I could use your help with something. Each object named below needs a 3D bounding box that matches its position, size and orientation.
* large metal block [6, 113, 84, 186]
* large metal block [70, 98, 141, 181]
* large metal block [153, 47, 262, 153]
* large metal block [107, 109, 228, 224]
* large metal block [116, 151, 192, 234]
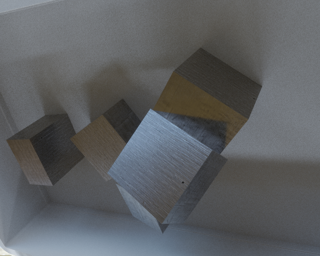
[{"bbox_3d":[-0.173,0.032,0.482,0.050,0.080,0.080,-3,117,29],"label":"large metal block"},{"bbox_3d":[-0.064,0.018,0.436,0.080,0.050,0.080,-31,102,37],"label":"large metal block"},{"bbox_3d":[0.052,-0.032,0.325,0.080,0.080,0.050,34,128,5],"label":"large metal block"},{"bbox_3d":[0.008,0.039,0.317,0.080,0.050,0.080,35,93,31],"label":"large metal block"},{"bbox_3d":[-0.001,0.074,0.400,0.050,0.080,0.080,21,145,32],"label":"large metal block"}]
